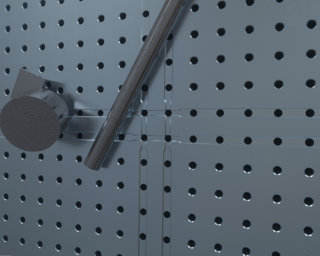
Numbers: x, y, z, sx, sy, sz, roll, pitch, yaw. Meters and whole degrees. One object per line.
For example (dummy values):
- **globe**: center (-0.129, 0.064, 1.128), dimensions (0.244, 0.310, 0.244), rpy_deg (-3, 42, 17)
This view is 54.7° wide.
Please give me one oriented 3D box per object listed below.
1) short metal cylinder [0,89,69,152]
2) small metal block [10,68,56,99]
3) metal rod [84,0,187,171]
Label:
- **short metal cylinder**: center (-0.177, -0.013, 0.443), dimensions (0.081, 0.050, 0.079), rpy_deg (-1, 109, -2)
- **small metal block**: center (-0.197, -0.059, 0.480), dimensions (0.050, 0.025, 0.050), rpy_deg (25, 98, 18)
- **metal rod**: center (-0.028, -0.075, 0.421), dimensions (0.025, 0.025, 0.299), rpy_deg (31, 100, 17)
